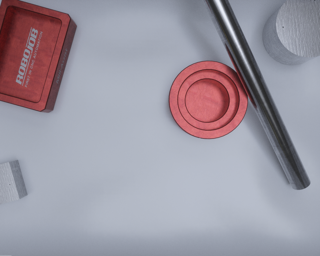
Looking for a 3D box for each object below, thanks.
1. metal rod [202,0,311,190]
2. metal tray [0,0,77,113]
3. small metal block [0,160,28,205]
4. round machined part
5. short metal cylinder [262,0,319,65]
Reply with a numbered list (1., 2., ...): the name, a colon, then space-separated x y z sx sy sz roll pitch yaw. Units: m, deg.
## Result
1. metal rod: 0.116 -0.049 0.374 0.025 0.025 0.299 -31 106 0
2. metal tray: -0.173 -0.093 0.406 0.091 0.030 0.129 16 90 -1
3. small metal block: -0.211 0.074 0.409 0.050 0.025 0.050 -15 90 -1
4. round machined part: 0.060 -0.035 0.404 0.099 0.042 0.097 0 90 -1
5. short metal cylinder: 0.181 -0.126 0.401 0.081 0.050 0.079 0 90 -1
